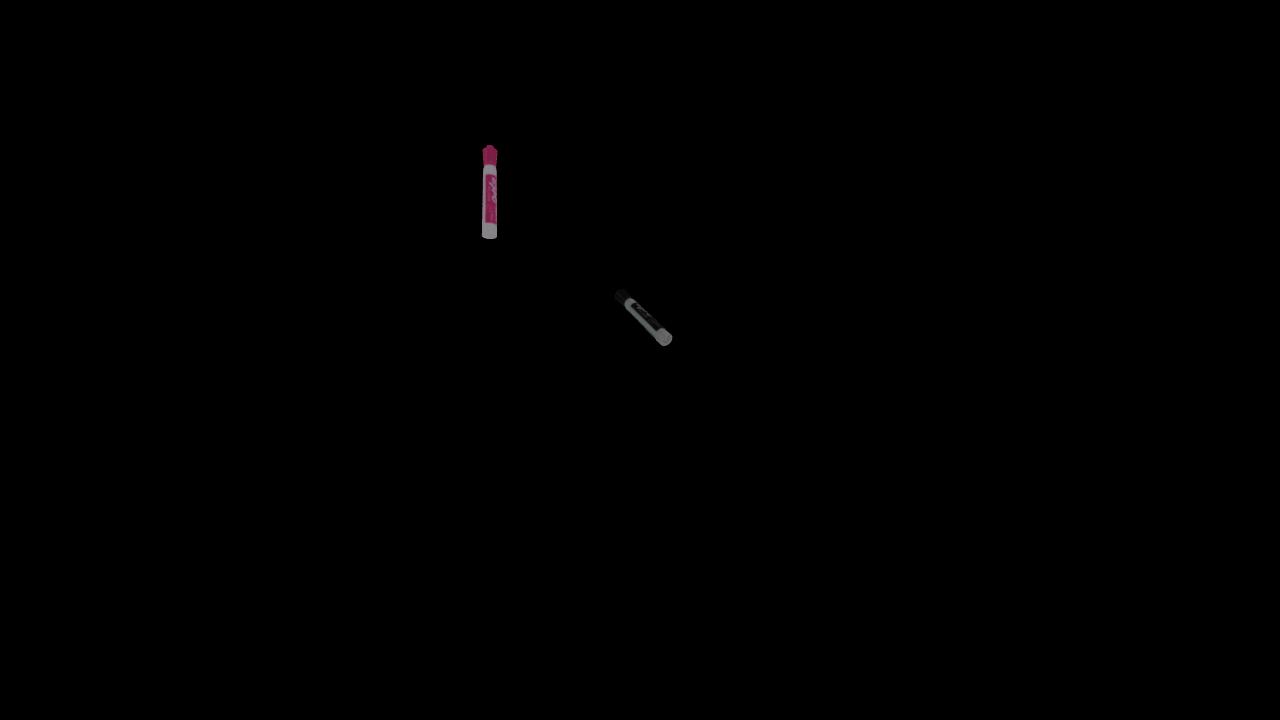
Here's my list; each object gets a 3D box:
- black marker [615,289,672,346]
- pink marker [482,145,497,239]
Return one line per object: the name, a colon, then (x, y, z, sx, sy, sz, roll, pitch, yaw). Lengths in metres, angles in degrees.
black marker: (0.002, -0.060, 0.826, 0.020, 0.020, 0.121, 0, 36, -42)
pink marker: (-0.191, -0.215, 0.781, 0.020, 0.121, 0.020, -1, -7, 0)
